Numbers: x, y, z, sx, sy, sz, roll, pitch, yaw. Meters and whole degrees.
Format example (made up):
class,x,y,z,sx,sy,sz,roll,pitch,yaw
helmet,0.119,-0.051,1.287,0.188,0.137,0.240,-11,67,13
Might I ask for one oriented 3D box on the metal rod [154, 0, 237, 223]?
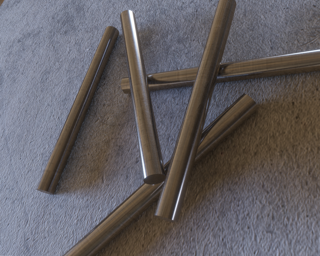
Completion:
class,x,y,z,sx,sy,sz,roll,pitch,yaw
metal rod,0.049,-0.040,0.368,0.025,0.025,0.300,4,63,30

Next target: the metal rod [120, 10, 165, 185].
class,x,y,z,sx,sy,sz,roll,pitch,yaw
metal rod,-0.030,-0.064,0.425,0.025,0.025,0.299,-22,53,15

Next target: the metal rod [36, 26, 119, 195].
class,x,y,z,sx,sy,sz,roll,pitch,yaw
metal rod,-0.123,-0.042,0.494,0.025,0.025,0.300,2,62,29

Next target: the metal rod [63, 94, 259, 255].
class,x,y,z,sx,sy,sz,roll,pitch,yaw
metal rod,-0.005,0.069,0.364,0.300,0.025,0.025,-42,51,-1

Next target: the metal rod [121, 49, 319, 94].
class,x,y,z,sx,sy,sz,roll,pitch,yaw
metal rod,0.082,-0.072,0.404,0.300,0.025,0.025,-3,60,26
